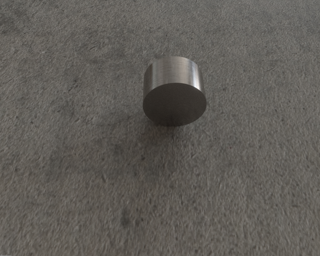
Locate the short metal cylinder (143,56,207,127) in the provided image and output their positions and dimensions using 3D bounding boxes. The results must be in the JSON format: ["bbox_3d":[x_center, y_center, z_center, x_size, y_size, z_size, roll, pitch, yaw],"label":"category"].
[{"bbox_3d":[0.018,-0.046,0.407,0.081,0.080,0.050,0,50,-1],"label":"short metal cylinder"}]
